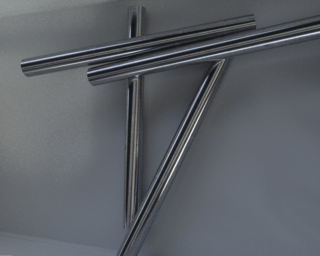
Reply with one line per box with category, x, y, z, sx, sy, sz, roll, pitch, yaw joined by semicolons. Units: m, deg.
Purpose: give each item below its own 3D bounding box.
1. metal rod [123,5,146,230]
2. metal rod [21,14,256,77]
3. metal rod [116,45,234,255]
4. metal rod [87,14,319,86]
metal rod;-0.035;-0.013;0.422;0.025;0.025;0.298;1;90;20
metal rod;-0.034;-0.103;0.395;0.301;0.025;0.025;-8;87;10
metal rod;0.019;0.036;0.392;0.025;0.025;0.299;27;94;18
metal rod;0.050;-0.089;0.364;0.301;0.025;0.025;-8;87;19
